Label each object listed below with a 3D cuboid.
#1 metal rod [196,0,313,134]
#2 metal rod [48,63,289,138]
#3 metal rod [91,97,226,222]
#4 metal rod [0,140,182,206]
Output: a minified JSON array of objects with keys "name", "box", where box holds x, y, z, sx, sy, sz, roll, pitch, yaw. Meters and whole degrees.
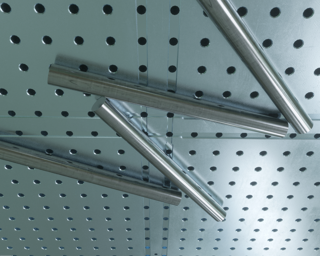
[{"name":"metal rod","box":[0.093,-0.089,0.336,0.025,0.025,0.300,-33,123,25]},{"name":"metal rod","box":[0.019,-0.030,0.385,0.302,0.025,0.025,12,129,-11]},{"name":"metal rod","box":[0.014,0.061,0.462,0.025,0.025,0.300,-30,124,23]},{"name":"metal rod","box":[-0.108,0.070,0.469,0.302,0.025,0.025,18,128,-15]}]
